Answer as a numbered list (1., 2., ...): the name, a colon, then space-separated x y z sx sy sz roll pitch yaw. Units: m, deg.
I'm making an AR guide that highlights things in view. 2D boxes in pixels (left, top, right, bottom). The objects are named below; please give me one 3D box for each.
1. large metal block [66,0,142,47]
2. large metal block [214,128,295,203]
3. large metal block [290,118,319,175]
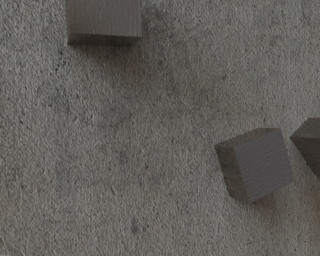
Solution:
1. large metal block: -0.069 -0.144 0.370 0.081 0.050 0.079 -3 91 -20
2. large metal block: 0.135 0.050 0.445 0.081 0.050 0.080 -19 97 -19
3. large metal block: 0.265 0.030 0.477 0.050 0.080 0.080 -40 103 -15
